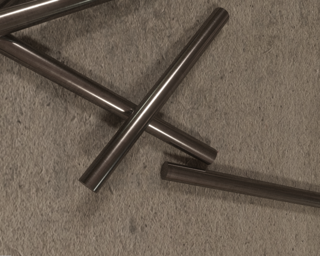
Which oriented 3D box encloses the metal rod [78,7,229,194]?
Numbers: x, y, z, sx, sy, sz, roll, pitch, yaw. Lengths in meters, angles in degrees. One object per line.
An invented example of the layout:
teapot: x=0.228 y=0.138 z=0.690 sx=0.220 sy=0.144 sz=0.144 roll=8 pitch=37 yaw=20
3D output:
metal rod: x=0.005 y=-0.049 z=0.390 sx=0.025 sy=0.025 sz=0.300 roll=42 pitch=68 yaw=-16

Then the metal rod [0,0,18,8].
metal rod: x=-0.168 y=-0.154 z=0.346 sx=0.025 sy=0.025 sz=0.300 roll=43 pitch=76 yaw=-16

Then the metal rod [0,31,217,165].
metal rod: x=-0.053 y=-0.028 z=0.390 sx=0.301 sy=0.025 sz=0.025 roll=29 pitch=81 yaw=-18

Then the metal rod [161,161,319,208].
metal rod: x=0.144 y=0.090 z=0.464 sx=0.302 sy=0.025 sz=0.025 roll=14 pitch=86 yaw=-20

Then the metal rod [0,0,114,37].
metal rod: x=-0.095 y=-0.150 z=0.360 sx=0.302 sy=0.025 sz=0.025 roll=-29 pitch=100 yaw=-23
